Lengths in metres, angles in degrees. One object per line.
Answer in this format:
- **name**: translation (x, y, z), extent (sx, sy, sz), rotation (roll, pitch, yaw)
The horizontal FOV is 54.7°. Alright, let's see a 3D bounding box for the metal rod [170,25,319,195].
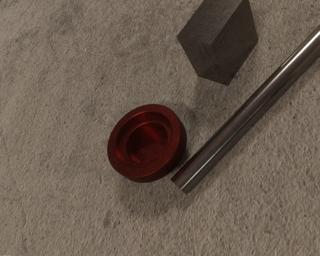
- **metal rod**: translation (0.126, -0.040, 0.361), extent (0.300, 0.025, 0.025), rotation (-45, 51, -4)

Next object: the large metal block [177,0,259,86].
- **large metal block**: translation (0.077, -0.115, 0.398), extent (0.050, 0.080, 0.080), rotation (27, 76, 37)

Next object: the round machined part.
- **round machined part**: translation (-0.012, 0.022, 0.385), extent (0.098, 0.042, 0.098), rotation (-13, 56, 20)
